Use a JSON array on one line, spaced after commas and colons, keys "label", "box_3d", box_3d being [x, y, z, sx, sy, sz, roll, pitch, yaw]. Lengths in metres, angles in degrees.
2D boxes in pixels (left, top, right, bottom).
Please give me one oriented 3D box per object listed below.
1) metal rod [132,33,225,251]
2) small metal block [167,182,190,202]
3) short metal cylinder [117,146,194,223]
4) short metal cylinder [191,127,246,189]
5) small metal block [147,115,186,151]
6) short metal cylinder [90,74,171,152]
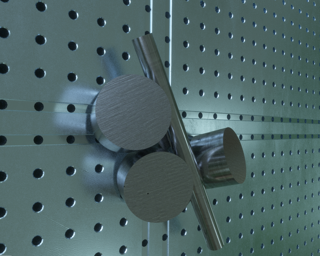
[{"label": "metal rod", "box_3d": [0.029, 0.029, 0.396, 0.025, 0.025, 0.298, -32, 110, -35]}, {"label": "small metal block", "box_3d": [0.029, 0.073, 0.429, 0.050, 0.025, 0.050, -48, 119, -29]}, {"label": "short metal cylinder", "box_3d": [-0.008, 0.064, 0.365, 0.081, 0.050, 0.079, -1, 94, -17]}, {"label": "short metal cylinder", "box_3d": [0.084, 0.044, 0.442, 0.080, 0.050, 0.080, 33, 49, -48]}, {"label": "small metal block", "box_3d": [0.000, -0.004, 0.405, 0.050, 0.025, 0.050, -51, 120, -28]}, {"label": "short metal cylinder", "box_3d": [-0.034, -0.014, 0.342, 0.081, 0.050, 0.080, 3, 81, -19]}]
